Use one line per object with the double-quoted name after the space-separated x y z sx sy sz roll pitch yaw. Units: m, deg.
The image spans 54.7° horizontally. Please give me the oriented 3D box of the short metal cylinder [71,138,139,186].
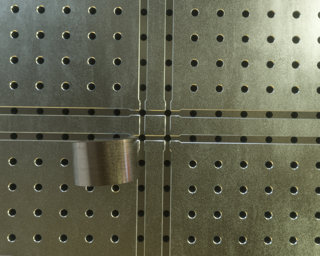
-0.068 0.040 0.385 0.081 0.080 0.050 -4 90 -1 "short metal cylinder"
